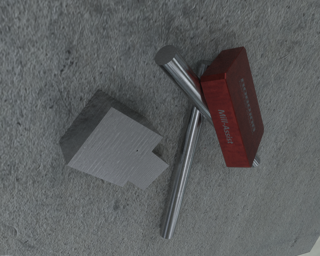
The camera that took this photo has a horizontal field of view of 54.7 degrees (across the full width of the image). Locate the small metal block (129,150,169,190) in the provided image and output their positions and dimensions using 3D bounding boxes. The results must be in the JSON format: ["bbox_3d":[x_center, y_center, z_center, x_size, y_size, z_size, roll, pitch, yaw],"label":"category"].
[{"bbox_3d":[-0.024,0.051,0.427,0.050,0.025,0.050,-45,130,3],"label":"small metal block"}]

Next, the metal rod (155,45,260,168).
[{"bbox_3d":[0.083,-0.008,0.421,0.025,0.025,0.301,-46,138,4],"label":"metal rod"}]

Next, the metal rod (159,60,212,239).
[{"bbox_3d":[0.036,0.048,0.458,0.025,0.025,0.298,-4,120,-27],"label":"metal rod"}]

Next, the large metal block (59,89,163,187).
[{"bbox_3d":[-0.058,0.014,0.368,0.080,0.050,0.080,32,100,-39],"label":"large metal block"}]

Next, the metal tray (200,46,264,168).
[{"bbox_3d":[0.097,-0.026,0.393,0.090,0.030,0.129,-51,128,-46],"label":"metal tray"}]
